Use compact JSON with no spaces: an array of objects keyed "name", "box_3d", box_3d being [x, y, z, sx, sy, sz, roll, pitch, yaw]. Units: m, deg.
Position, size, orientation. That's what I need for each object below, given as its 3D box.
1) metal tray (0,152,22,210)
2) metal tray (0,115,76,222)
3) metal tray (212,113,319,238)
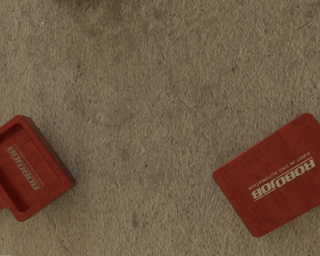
[{"name":"metal tray","box_3d":[-0.271,0.088,0.502,0.130,0.030,0.090,-16,85,19]},{"name":"metal tray","box_3d":[-0.198,0.057,0.452,0.090,0.030,0.130,-37,86,-3]},{"name":"metal tray","box_3d":[0.139,0.054,0.357,0.130,0.030,0.090,-36,79,16]}]
